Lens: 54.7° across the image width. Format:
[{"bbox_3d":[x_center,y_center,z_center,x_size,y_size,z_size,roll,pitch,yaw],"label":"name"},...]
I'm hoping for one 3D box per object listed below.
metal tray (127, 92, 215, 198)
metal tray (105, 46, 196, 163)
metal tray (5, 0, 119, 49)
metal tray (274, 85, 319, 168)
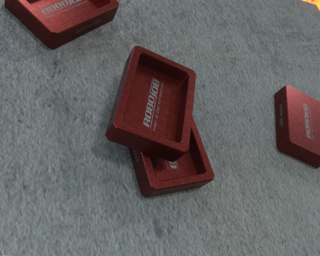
[{"bbox_3d":[0.006,0.016,0.395,0.091,0.030,0.130,-4,64,-30],"label":"metal tray"},{"bbox_3d":[-0.006,-0.032,0.378,0.091,0.030,0.130,21,54,-16],"label":"metal tray"},{"bbox_3d":[-0.133,-0.174,0.435,0.090,0.030,0.131,44,51,2],"label":"metal tray"},{"bbox_3d":[0.247,-0.005,0.540,0.090,0.030,0.130,24,53,-14],"label":"metal tray"}]
